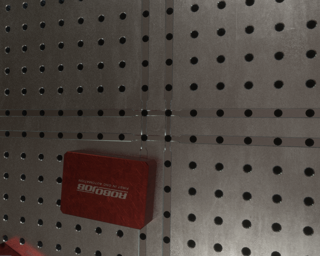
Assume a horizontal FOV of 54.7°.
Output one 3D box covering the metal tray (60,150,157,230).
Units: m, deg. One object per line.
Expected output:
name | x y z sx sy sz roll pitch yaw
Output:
metal tray | -0.074 0.083 0.435 0.130 0.030 0.089 5 92 19

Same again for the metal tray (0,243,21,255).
metal tray | -0.232 0.257 0.489 0.130 0.030 0.090 27 99 17
